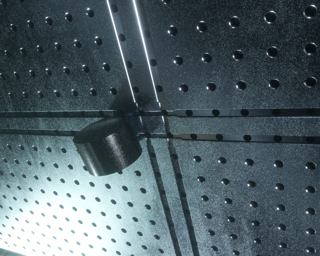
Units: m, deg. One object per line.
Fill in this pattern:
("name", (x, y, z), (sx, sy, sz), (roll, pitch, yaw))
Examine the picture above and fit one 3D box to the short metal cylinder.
("short metal cylinder", (-0.071, 0.022, 0.425), (0.080, 0.080, 0.050), (-6, 115, 31))
